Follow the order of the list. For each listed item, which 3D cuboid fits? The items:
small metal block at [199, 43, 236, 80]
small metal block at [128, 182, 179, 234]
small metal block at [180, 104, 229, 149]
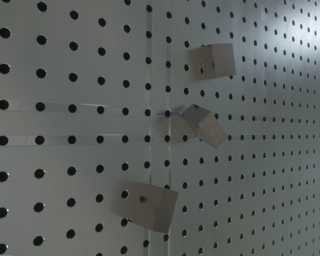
[{"bbox_3d":[0.091,-0.104,0.483,0.050,0.025,0.050,-15,100,-39],"label":"small metal block"},{"bbox_3d":[-0.009,0.098,0.385,0.025,0.050,0.050,25,74,-37],"label":"small metal block"},{"bbox_3d":[0.063,-0.003,0.440,0.025,0.050,0.050,-43,118,-6],"label":"small metal block"}]
